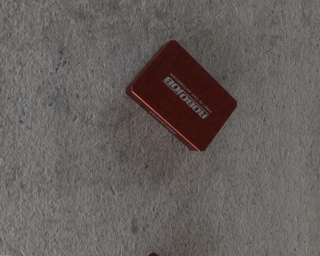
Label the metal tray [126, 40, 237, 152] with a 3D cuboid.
[{"bbox_3d":[0.031,-0.041,0.418,0.130,0.030,0.090,41,77,-16],"label":"metal tray"}]

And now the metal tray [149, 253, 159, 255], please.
[{"bbox_3d":[-0.012,0.244,0.402,0.090,0.030,0.130,42,77,-16],"label":"metal tray"}]
